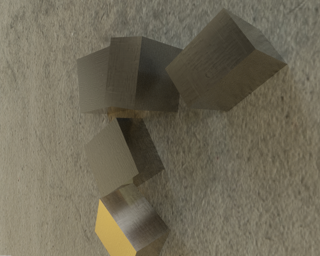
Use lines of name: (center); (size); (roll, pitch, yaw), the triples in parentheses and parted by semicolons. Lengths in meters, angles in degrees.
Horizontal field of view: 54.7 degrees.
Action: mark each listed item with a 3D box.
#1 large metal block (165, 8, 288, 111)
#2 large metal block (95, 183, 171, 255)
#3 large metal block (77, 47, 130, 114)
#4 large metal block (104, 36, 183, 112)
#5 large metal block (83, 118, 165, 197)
large metal block: (0.067, -0.062, 0.313); (0.080, 0.081, 0.050); (-42, 65, 31)
large metal block: (-0.039, 0.133, 0.402); (0.080, 0.050, 0.079); (46, 139, 29)
large metal block: (-0.072, -0.065, 0.446); (0.080, 0.050, 0.080); (-8, 85, 39)
large metal block: (-0.017, -0.063, 0.382); (0.050, 0.081, 0.079); (11, 97, 39)
large metal block: (-0.052, 0.041, 0.429); (0.080, 0.050, 0.080); (-38, 67, 33)
